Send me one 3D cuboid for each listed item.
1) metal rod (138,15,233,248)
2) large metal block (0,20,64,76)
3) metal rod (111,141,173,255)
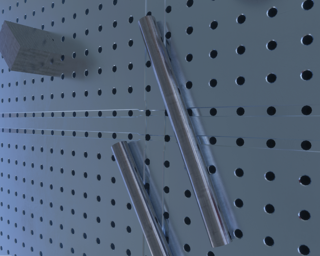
[{"bbox_3d":[0.026,-0.007,0.386,0.025,0.025,0.299,-28,73,36],"label":"metal rod"},{"bbox_3d":[-0.238,-0.144,0.566,0.080,0.081,0.050,51,120,27],"label":"large metal block"},{"bbox_3d":[-0.003,0.155,0.409,0.025,0.025,0.299,-37,68,33],"label":"metal rod"}]
